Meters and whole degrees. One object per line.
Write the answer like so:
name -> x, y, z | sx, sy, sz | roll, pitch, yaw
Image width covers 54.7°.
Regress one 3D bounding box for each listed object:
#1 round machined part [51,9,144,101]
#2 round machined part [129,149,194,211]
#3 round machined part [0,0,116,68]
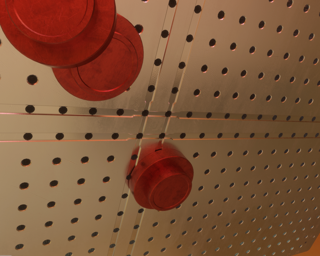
round machined part -> -0.062, -0.072, 0.323 | 0.099, 0.042, 0.097 | -14, 125, -21
round machined part -> 0.008, 0.083, 0.458 | 0.099, 0.042, 0.097 | -14, 124, -21
round machined part -> -0.087, -0.102, 0.261 | 0.099, 0.042, 0.097 | 0, 95, -5
